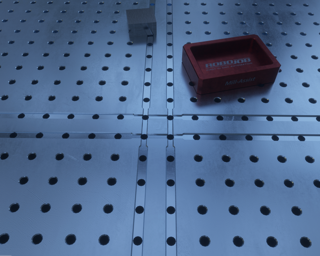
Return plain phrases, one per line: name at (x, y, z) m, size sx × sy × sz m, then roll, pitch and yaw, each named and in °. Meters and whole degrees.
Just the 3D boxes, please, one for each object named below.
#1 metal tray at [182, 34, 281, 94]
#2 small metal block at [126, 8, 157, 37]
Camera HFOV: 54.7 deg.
metal tray at (0.109, -0.104, 0.491) m, size 0.131 × 0.030 × 0.090 m, roll -11°, pitch 51°, yaw -9°
small metal block at (-0.035, -0.196, 0.572) m, size 0.050 × 0.025 × 0.050 m, roll -7°, pitch 50°, yaw -6°
